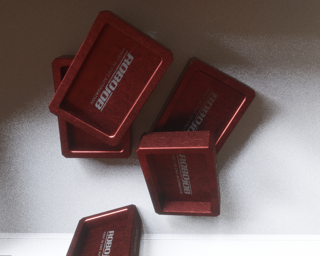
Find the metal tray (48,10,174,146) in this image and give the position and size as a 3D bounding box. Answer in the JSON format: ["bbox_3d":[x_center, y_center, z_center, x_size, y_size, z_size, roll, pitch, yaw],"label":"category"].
[{"bbox_3d":[-0.056,-0.054,0.355,0.090,0.030,0.129,31,107,-11],"label":"metal tray"}]

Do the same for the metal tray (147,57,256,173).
[{"bbox_3d":[0.049,-0.014,0.404,0.090,0.030,0.129,26,108,-10],"label":"metal tray"}]

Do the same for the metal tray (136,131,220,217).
[{"bbox_3d":[0.029,0.063,0.402,0.090,0.030,0.129,-2,129,14],"label":"metal tray"}]

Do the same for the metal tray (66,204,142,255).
[{"bbox_3d":[-0.075,0.161,0.414,0.090,0.130,0.030,-16,110,5],"label":"metal tray"}]

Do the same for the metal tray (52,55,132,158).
[{"bbox_3d":[-0.083,-0.026,0.397,0.091,0.030,0.129,0,110,-1],"label":"metal tray"}]
